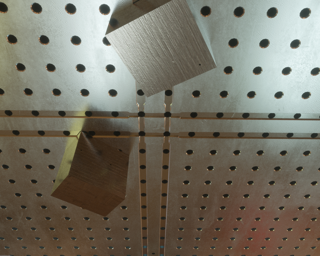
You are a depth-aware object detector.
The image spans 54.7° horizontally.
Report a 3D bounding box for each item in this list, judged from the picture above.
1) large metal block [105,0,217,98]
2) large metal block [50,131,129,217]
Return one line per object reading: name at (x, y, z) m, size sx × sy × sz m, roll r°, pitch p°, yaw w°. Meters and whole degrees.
large metal block at (0.003, -0.090, 0.319) m, size 0.080 × 0.050 × 0.080 m, roll -22°, pitch 127°, yaw 17°
large metal block at (-0.093, 0.063, 0.428) m, size 0.080 × 0.080 × 0.050 m, roll 30°, pitch 124°, yaw -23°
